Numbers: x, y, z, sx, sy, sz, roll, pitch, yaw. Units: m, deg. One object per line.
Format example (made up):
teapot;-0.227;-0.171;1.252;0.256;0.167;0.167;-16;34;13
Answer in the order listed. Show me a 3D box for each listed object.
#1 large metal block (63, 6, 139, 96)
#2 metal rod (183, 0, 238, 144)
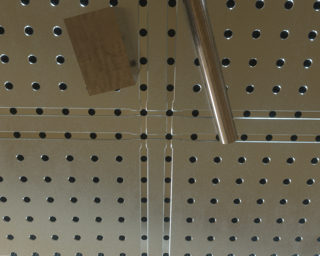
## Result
large metal block;-0.060;-0.089;0.350;0.050;0.080;0.080;-13;110;5
metal rod;0.049;-0.118;0.370;0.025;0.025;0.298;-16;110;6
